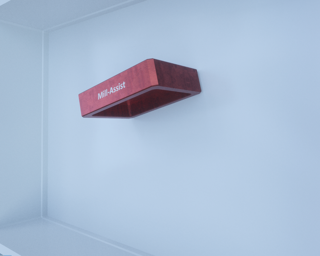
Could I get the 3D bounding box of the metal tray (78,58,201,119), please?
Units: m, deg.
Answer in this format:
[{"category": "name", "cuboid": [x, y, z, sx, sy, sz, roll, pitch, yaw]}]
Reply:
[{"category": "metal tray", "cuboid": [-0.027, -0.043, 0.387, 0.130, 0.091, 0.030, -17, 79, 39]}]
